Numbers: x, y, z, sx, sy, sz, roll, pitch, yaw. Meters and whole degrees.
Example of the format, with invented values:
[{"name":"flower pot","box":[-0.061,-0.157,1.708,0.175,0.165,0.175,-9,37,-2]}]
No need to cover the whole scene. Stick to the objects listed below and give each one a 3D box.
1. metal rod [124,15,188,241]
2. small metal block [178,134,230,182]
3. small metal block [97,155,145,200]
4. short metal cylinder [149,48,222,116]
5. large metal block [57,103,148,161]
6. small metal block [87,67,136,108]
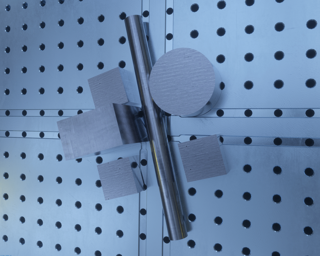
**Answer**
[{"name":"metal rod","box":[-0.006,-0.004,0.413,0.025,0.025,0.298,-13,86,19]},{"name":"small metal block","box":[0.055,0.038,0.392,0.050,0.025,0.050,-15,85,19]},{"name":"small metal block","box":[-0.054,0.069,0.431,0.050,0.025,0.050,-16,85,19]},{"name":"short metal cylinder","box":[0.033,-0.054,0.387,0.080,0.050,0.079,0,90,19]},{"name":"large metal block","box":[-0.072,0.005,0.406,0.080,0.080,0.050,-16,85,19]},{"name":"small metal block","box":[-0.068,-0.052,0.435,0.050,0.025,0.050,-18,84,18]}]
